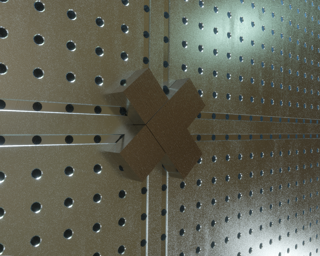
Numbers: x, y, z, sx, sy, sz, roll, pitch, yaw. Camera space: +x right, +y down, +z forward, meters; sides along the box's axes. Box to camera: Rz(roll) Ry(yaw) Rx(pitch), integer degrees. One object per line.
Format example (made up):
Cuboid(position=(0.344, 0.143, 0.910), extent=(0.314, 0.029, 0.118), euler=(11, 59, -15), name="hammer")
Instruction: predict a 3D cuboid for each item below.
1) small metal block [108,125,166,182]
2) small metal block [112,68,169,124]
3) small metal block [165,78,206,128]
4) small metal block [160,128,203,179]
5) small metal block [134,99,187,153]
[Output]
Cuboid(position=(-0.027, 0.031, 0.388), extent=(0.050, 0.025, 0.050), euler=(-49, 119, -29), name="small metal block")
Cuboid(position=(-0.024, -0.040, 0.391), extent=(0.050, 0.025, 0.050), euler=(-49, 119, -29), name="small metal block")
Cuboid(position=(0.031, -0.035, 0.437), extent=(0.050, 0.025, 0.050), euler=(-49, 119, -29), name="small metal block")
Cuboid(position=(0.027, 0.035, 0.434), extent=(0.050, 0.025, 0.050), euler=(-49, 119, -29), name="small metal block")
Cuboid(position=(0.002, -0.002, 0.412), extent=(0.050, 0.025, 0.050), euler=(-49, 119, -29), name="small metal block")
